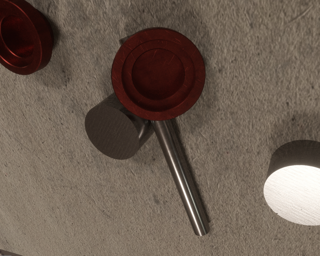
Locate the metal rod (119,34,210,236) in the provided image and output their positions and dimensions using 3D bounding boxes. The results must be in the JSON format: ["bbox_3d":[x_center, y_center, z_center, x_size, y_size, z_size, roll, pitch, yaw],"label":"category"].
[{"bbox_3d":[0.014,0.024,0.412,0.025,0.025,0.298,-7,115,31],"label":"metal rod"}]

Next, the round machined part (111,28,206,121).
[{"bbox_3d":[-0.002,-0.060,0.341,0.099,0.042,0.097,-1,112,-3],"label":"round machined part"}]

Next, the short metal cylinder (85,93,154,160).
[{"bbox_3d":[-0.052,-0.005,0.413,0.080,0.050,0.079,13,124,20],"label":"short metal cylinder"}]

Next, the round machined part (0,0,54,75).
[{"bbox_3d":[-0.183,-0.124,0.413,0.098,0.042,0.097,13,124,20],"label":"round machined part"}]

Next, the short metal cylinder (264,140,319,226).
[{"bbox_3d":[0.161,0.060,0.343,0.080,0.050,0.079,13,124,20],"label":"short metal cylinder"}]
